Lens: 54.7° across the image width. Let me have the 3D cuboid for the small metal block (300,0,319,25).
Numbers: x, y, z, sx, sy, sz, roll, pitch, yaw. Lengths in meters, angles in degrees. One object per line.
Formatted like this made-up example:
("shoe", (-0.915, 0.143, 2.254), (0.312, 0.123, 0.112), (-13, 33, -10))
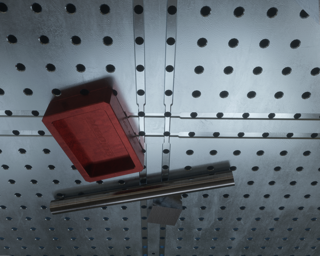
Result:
("small metal block", (0.166, -0.126, 0.291), (0.050, 0.050, 0.025), (-15, 129, 12))

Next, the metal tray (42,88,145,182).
("metal tray", (-0.084, 0.015, 0.419), (0.090, 0.030, 0.129), (-14, 129, 11))

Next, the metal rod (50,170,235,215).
("metal rod", (-0.033, 0.105, 0.500), (0.301, 0.025, 0.025), (-11, 130, 8))

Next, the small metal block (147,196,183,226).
("small metal block", (0.007, 0.141, 0.532), (0.050, 0.025, 0.050), (10, 130, -9))
